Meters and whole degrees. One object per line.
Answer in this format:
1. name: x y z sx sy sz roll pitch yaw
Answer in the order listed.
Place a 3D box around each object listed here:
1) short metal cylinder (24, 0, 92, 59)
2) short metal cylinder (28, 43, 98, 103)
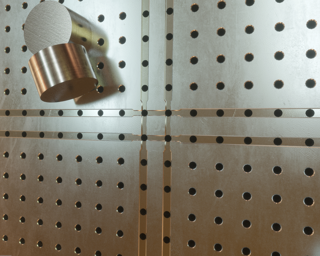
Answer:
1. short metal cylinder: -0.147 -0.136 0.450 0.080 0.050 0.079 0 90 19
2. short metal cylinder: -0.133 -0.074 0.429 0.080 0.080 0.050 -24 83 18
